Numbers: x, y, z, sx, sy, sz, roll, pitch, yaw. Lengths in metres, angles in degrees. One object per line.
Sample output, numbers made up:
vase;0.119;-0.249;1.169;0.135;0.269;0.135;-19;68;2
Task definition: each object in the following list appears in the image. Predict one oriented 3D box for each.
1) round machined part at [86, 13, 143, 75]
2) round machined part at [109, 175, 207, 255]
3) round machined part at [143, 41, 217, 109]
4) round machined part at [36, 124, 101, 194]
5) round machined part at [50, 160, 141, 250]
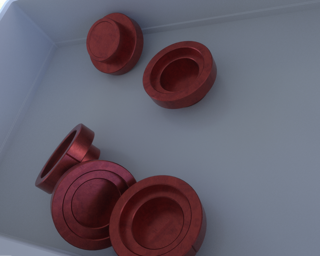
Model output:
round machined part;-0.079;-0.136;0.495;0.098;0.042;0.097;-1;88;31
round machined part;0.000;0.102;0.324;0.098;0.042;0.098;-11;48;13
round machined part;0.029;-0.067;0.420;0.098;0.042;0.098;-13;56;21
round machined part;-0.116;0.045;0.410;0.098;0.042;0.098;-43;22;22
round machined part;-0.075;0.085;0.358;0.098;0.098;0.042;-61;18;-15
